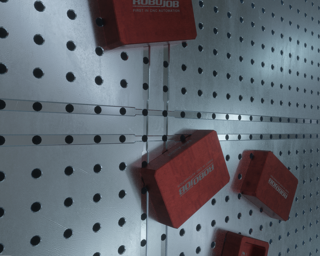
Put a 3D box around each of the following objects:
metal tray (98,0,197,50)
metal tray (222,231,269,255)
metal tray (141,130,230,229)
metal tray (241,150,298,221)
[{"bbox_3d":[-0.013,-0.153,0.397,0.131,0.030,0.089,-18,101,-39],"label":"metal tray"},{"bbox_3d":[0.137,0.250,0.524,0.090,0.030,0.130,27,73,-37],"label":"metal tray"},{"bbox_3d":[0.042,0.068,0.444,0.131,0.030,0.090,-31,109,-36],"label":"metal tray"},{"bbox_3d":[0.212,0.110,0.587,0.130,0.030,0.090,39,66,-34],"label":"metal tray"}]
